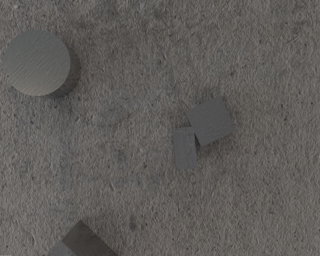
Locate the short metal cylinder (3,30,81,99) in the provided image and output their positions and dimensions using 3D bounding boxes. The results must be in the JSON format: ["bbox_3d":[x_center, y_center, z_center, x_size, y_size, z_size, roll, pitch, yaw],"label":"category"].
[{"bbox_3d":[-0.148,-0.078,0.396,0.081,0.050,0.080,0,90,0],"label":"short metal cylinder"}]

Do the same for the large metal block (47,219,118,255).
[{"bbox_3d":[-0.097,0.170,0.382,0.080,0.080,0.050,44,90,0],"label":"large metal block"}]

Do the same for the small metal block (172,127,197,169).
[{"bbox_3d":[0.030,0.024,0.398,0.025,0.050,0.050,-5,90,0],"label":"small metal block"}]

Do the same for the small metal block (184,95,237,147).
[{"bbox_3d":[0.065,-0.009,0.411,0.050,0.025,0.050,-25,90,0],"label":"small metal block"}]
